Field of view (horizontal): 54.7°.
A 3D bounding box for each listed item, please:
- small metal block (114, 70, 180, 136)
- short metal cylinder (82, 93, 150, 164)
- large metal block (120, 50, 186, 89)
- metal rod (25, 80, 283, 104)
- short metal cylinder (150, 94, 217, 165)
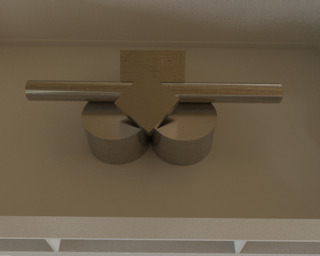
[{"bbox_3d":[-0.014,-0.027,0.347,0.050,0.025,0.050,41,81,7],"label":"small metal block"},{"bbox_3d":[-0.053,-0.002,0.388,0.081,0.050,0.080,0,50,0],"label":"short metal cylinder"},{"bbox_3d":[-0.009,-0.076,0.424,0.081,0.050,0.080,1,7,0],"label":"large metal block"},{"bbox_3d":[-0.007,-0.044,0.375,0.302,0.025,0.025,1,50,0],"label":"metal rod"},{"bbox_3d":[0.028,0.000,0.388,0.081,0.050,0.080,0,50,0],"label":"short metal cylinder"}]
